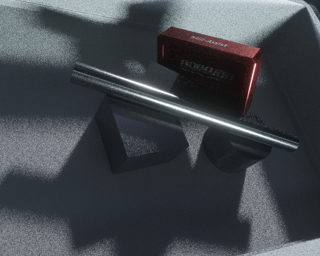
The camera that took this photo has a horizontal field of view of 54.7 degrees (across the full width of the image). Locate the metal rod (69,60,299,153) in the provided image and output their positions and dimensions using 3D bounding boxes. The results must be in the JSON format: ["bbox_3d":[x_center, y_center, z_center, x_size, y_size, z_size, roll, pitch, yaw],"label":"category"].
[{"bbox_3d":[0.045,-0.019,0.376,0.302,0.025,0.025,17,55,-19],"label":"metal rod"}]

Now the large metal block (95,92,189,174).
[{"bbox_3d":[-0.024,0.003,0.375,0.081,0.050,0.080,-8,66,-32],"label":"large metal block"}]

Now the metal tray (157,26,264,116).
[{"bbox_3d":[0.059,-0.073,0.409,0.130,0.089,0.030,22,46,22],"label":"metal tray"}]

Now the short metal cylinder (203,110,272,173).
[{"bbox_3d":[0.109,0.018,0.438,0.081,0.050,0.080,14,56,-21],"label":"short metal cylinder"}]

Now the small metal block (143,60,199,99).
[{"bbox_3d":[0.015,-0.062,0.408,0.050,0.025,0.050,34,11,36],"label":"small metal block"}]
